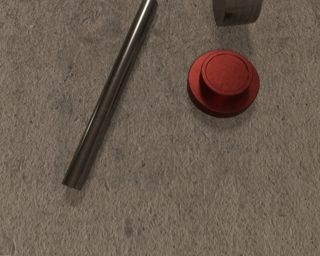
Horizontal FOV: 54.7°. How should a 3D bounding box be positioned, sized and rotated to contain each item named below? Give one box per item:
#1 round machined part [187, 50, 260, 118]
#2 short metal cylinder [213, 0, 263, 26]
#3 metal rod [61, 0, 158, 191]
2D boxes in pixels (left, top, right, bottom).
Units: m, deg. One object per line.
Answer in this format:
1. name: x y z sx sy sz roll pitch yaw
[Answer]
1. round machined part: 0.088 -0.066 0.424 0.099 0.042 0.098 0 70 -1
2. short metal cylinder: 0.110 -0.192 0.451 0.050 0.080 0.080 -6 70 -2
3. metal rod: -0.062 -0.061 0.429 0.025 0.025 0.299 17 71 6
